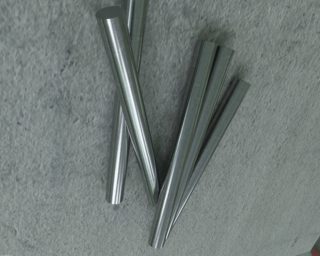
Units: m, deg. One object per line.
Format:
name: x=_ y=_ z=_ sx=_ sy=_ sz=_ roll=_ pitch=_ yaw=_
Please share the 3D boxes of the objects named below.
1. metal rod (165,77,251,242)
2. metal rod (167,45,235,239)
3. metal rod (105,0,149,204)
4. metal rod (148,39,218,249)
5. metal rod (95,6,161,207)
metal rod: x=0.056 y=0.062 z=0.478 sx=0.025 sy=0.025 sz=0.298 roll=12 pitch=112 yaw=-34
metal rod: x=0.043 y=0.033 z=0.440 sx=0.025 sy=0.025 sz=0.298 roll=5 pitch=113 yaw=-31
metal rod: x=-0.041 y=-0.032 z=0.365 sx=0.025 sy=0.025 sz=0.298 roll=-5 pitch=121 yaw=-26
metal rod: x=0.026 y=0.034 z=0.420 sx=0.025 sy=0.025 sz=0.298 roll=3 pitch=110 yaw=-30
metal rod: x=-0.024 y=0.006 z=0.369 sx=0.025 sy=0.025 sz=0.298 roll=-24 pitch=137 yaw=-14
